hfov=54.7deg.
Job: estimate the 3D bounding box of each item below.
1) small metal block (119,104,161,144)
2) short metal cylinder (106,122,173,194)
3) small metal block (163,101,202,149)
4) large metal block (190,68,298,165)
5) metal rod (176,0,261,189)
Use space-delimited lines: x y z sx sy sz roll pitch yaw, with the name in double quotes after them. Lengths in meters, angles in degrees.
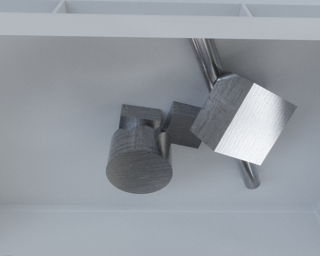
-0.028 -0.001 0.408 0.050 0.025 0.050 7 130 -7 "small metal block"
-0.025 0.039 0.393 0.081 0.050 0.079 0 131 0 "short metal cylinder"
0.034 -0.003 0.407 0.050 0.025 0.050 12 129 -11 "small metal block"
0.095 -0.011 0.355 0.081 0.050 0.080 18 106 -35 "large metal block"
0.086 -0.019 0.394 0.025 0.025 0.299 -18 128 14 "metal rod"
